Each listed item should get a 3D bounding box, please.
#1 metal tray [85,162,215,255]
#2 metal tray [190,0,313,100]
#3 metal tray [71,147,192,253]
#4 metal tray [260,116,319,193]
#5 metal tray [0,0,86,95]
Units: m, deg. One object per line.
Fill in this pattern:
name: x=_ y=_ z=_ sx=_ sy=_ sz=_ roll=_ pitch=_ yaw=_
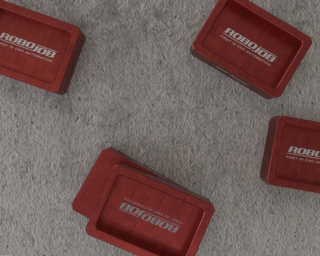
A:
metal tray: x=-0.011 y=0.107 z=0.376 sx=0.131 sy=0.030 sz=0.090 roll=23 pitch=90 yaw=0
metal tray: x=0.117 y=-0.108 z=0.408 sx=0.130 sy=0.030 sz=0.090 roll=31 pitch=90 yaw=0
metal tray: x=-0.036 y=0.094 z=0.407 sx=0.130 sy=0.030 sz=0.090 roll=29 pitch=90 yaw=0
metal tray: x=0.207 y=0.039 z=0.408 sx=0.131 sy=0.030 sz=0.089 roll=10 pitch=90 yaw=0
metal tray: x=-0.176 y=-0.106 z=0.405 sx=0.131 sy=0.030 sz=0.090 roll=19 pitch=90 yaw=0
